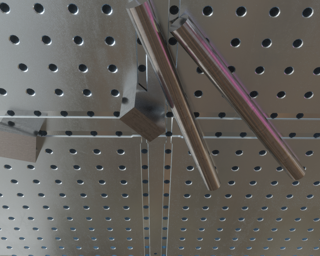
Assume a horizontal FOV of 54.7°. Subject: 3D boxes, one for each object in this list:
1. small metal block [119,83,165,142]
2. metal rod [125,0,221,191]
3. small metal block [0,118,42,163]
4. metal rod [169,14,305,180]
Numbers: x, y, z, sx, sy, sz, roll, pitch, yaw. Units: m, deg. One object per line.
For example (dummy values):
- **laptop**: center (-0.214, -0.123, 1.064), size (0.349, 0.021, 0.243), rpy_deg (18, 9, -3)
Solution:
- **small metal block**: center (-0.020, -0.019, 0.379), size (0.025, 0.050, 0.050), rpy_deg (-36, 122, 26)
- **metal rod**: center (0.030, -0.018, 0.396), size (0.025, 0.025, 0.299), rpy_deg (-16, 129, 13)
- **small metal block**: center (-0.193, 0.018, 0.425), size (0.050, 0.025, 0.050), rpy_deg (12, 129, -10)
- **metal rod**: center (0.114, -0.020, 0.395), size (0.025, 0.025, 0.300), rpy_deg (-32, 124, 24)
